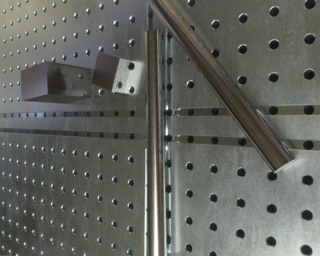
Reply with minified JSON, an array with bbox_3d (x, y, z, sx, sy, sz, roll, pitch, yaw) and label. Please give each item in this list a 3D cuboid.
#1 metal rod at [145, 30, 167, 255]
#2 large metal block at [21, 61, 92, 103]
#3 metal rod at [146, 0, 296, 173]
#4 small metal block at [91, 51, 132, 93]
[{"bbox_3d":[-0.005,0.022,0.413,0.025,0.025,0.298,-2,89,40],"label":"metal rod"},{"bbox_3d":[-0.173,-0.072,0.516,0.080,0.081,0.050,-6,87,40],"label":"large metal block"},{"bbox_3d":[0.052,-0.079,0.366,0.025,0.025,0.299,-46,63,30],"label":"metal rod"},{"bbox_3d":[-0.074,-0.085,0.470,0.050,0.025,0.050,26,106,37],"label":"small metal block"}]
